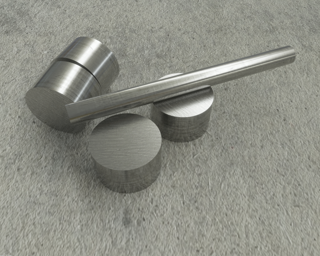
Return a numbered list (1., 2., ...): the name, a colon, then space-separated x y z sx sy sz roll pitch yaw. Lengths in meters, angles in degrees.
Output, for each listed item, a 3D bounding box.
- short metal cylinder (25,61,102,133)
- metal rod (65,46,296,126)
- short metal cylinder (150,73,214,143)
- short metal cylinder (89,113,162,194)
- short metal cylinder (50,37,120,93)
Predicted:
1. short metal cylinder: -0.122 -0.038 0.399 0.080 0.080 0.050 13 51 10
2. metal rod: 0.037 -0.057 0.386 0.302 0.025 0.025 -17 52 -14
3. short metal cylinder: 0.028 -0.027 0.410 0.081 0.050 0.080 0 50 0
4. short metal cylinder: -0.038 0.029 0.362 0.081 0.050 0.080 0 50 0
5. short metal cylinder: -0.104 -0.079 0.433 0.080 0.080 0.050 17 52 14
